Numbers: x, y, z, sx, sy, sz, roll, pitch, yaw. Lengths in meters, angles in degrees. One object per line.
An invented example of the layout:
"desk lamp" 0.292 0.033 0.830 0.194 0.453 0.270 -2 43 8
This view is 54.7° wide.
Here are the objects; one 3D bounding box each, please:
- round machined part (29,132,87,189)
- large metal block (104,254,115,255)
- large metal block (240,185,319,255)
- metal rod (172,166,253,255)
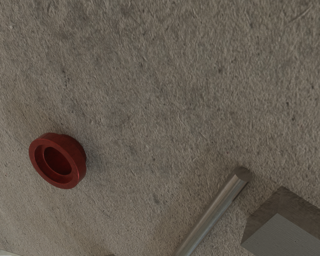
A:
"round machined part" -0.162 0.049 0.509 0.098 0.042 0.097 13 124 20
"large metal block" -0.125 0.310 0.626 0.080 0.080 0.050 -29 103 37
"large metal block" 0.161 0.132 0.387 0.080 0.050 0.079 33 128 6
"metal rod" 0.057 0.165 0.477 0.025 0.025 0.298 30 128 8
